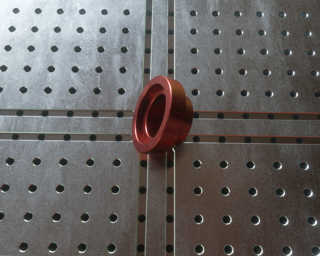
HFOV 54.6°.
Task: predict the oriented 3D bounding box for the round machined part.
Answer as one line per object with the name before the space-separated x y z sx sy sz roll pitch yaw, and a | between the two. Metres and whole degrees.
round machined part | 0.005 -0.013 0.388 0.042 0.098 0.098 15 67 -28
